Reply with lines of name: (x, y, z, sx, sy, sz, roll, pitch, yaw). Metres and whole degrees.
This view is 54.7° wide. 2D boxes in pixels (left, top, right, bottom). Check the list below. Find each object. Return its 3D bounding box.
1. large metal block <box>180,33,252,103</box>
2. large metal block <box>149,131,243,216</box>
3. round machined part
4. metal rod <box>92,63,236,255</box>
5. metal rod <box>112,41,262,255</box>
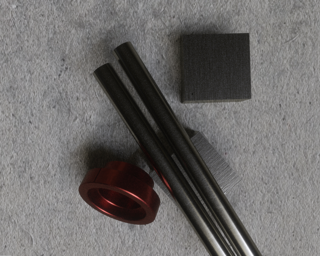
large metal block: (0.069, -0.074, 0.398, 0.081, 0.050, 0.079, -2, 90, -1)
large metal block: (0.043, 0.060, 0.398, 0.080, 0.050, 0.080, -41, 91, 0)
round machined part: (-0.046, 0.077, 0.383, 0.098, 0.097, 0.042, 23, 53, -1)
metal rod: (0.014, 0.057, 0.360, 0.025, 0.025, 0.299, -33, 90, 0)
metal rod: (0.034, 0.034, 0.360, 0.025, 0.025, 0.299, -32, 90, 0)
